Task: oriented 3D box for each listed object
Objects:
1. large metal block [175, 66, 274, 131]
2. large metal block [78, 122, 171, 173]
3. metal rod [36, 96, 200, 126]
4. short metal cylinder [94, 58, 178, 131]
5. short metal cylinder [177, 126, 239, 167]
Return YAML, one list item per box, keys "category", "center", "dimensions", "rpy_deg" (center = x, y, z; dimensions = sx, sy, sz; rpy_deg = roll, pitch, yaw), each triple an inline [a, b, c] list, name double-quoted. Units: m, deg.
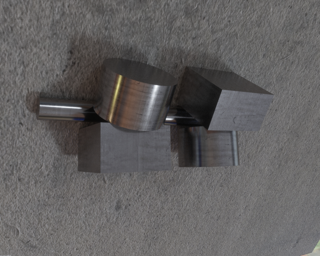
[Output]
- category: "large metal block"
  center: [0.079, -0.038, 0.392]
  dimensions: [0.081, 0.080, 0.050]
  rpy_deg: [1, 118, -29]
- category: "large metal block"
  center: [-0.043, 0.024, 0.356]
  dimensions: [0.081, 0.080, 0.050]
  rpy_deg: [2, 83, -30]
- category: "metal rod"
  center: [0.002, -0.016, 0.402]
  dimensions: [0.303, 0.025, 0.025]
  rpy_deg: [2, 118, -30]
- category: "short metal cylinder"
  center: [-0.027, -0.038, 0.334]
  dimensions: [0.081, 0.080, 0.050]
  rpy_deg: [3, 117, -30]
- category: "short metal cylinder"
  center: [0.064, 0.026, 0.416]
  dimensions: [0.081, 0.080, 0.050]
  rpy_deg: [2, 83, -29]
